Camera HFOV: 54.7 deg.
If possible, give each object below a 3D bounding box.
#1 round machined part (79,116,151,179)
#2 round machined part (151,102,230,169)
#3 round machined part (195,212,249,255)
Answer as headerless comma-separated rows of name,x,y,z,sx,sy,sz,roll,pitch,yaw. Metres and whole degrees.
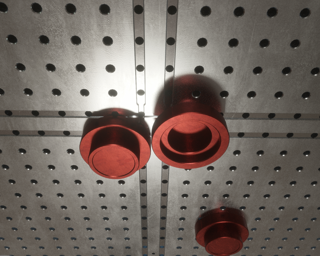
round machined part,-0.062,0.034,0.428,0.099,0.042,0.097,-1,130,0
round machined part,0.038,0.006,0.406,0.099,0.042,0.097,-1,130,0
round machined part,0.116,0.202,0.575,0.099,0.042,0.097,-1,130,0
